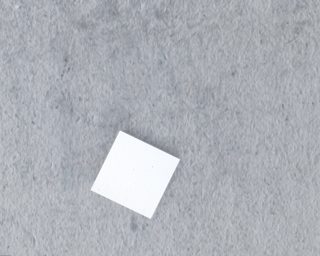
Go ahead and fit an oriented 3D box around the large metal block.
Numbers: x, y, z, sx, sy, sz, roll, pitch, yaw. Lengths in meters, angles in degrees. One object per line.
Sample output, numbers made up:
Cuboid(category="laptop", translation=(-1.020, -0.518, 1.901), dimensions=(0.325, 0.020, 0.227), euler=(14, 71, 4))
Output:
Cuboid(category="large metal block", translation=(-0.030, 0.056, 0.397), dimensions=(0.080, 0.050, 0.080), euler=(26, 90, 0))
